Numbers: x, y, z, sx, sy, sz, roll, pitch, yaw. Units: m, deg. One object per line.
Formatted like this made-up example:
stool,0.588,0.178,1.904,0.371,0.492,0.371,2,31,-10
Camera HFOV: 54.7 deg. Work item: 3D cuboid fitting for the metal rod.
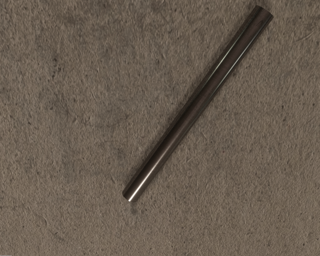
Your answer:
metal rod,0.039,-0.019,0.403,0.025,0.025,0.299,32,107,-12
